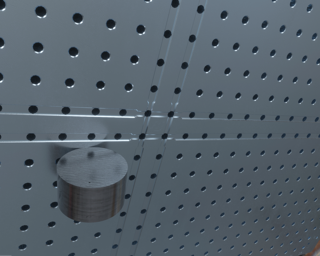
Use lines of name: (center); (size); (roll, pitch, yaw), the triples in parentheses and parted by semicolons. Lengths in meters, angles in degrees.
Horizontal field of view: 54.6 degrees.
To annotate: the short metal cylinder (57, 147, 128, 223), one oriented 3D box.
short metal cylinder: (-0.081, 0.065, 0.371); (0.081, 0.080, 0.050); (-6, 121, -25)
